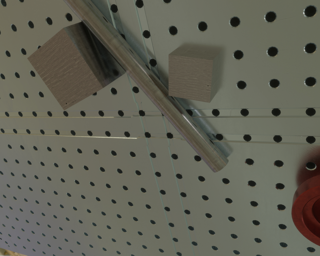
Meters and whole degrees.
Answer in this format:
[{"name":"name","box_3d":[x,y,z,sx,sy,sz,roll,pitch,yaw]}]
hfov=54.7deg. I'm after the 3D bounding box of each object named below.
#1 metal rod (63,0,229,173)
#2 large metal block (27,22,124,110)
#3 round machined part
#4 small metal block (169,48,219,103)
[{"name":"metal rod","box_3d":[-0.020,-0.063,0.381,0.300,0.025,0.025,49,128,-7]},{"name":"large metal block","box_3d":[-0.108,-0.080,0.401,0.080,0.050,0.080,-22,107,36]},{"name":"round machined part","box_3d":[0.203,0.089,0.349,0.098,0.042,0.097,13,124,20]},{"name":"small metal block","box_3d":[0.038,-0.060,0.353,0.050,0.025,0.050,12,124,21]}]
